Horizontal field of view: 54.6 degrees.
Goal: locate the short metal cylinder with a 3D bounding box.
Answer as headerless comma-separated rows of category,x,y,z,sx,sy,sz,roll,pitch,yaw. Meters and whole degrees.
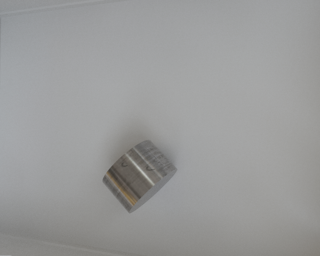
short metal cylinder,-0.025,0.061,0.390,0.050,0.080,0.080,46,104,14
